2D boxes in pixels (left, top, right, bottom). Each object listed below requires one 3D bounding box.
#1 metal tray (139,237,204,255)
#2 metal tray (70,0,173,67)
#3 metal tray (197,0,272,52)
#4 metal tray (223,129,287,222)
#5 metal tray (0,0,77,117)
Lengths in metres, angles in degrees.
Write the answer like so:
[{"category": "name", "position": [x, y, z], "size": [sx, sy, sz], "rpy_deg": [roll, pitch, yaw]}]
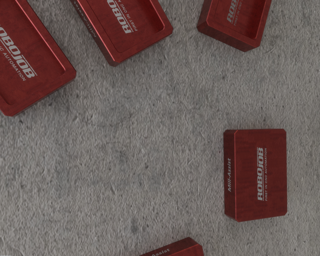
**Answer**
[{"category": "metal tray", "position": [0.000, 0.210, 0.407], "size": [0.131, 0.030, 0.089], "rpy_deg": [-13, 95, -20]}, {"category": "metal tray", "position": [-0.054, -0.154, 0.385], "size": [0.090, 0.030, 0.130], "rpy_deg": [-34, 101, -17]}, {"category": "metal tray", "position": [0.114, -0.188, 0.447], "size": [0.091, 0.030, 0.129], "rpy_deg": [18, 84, -19]}, {"category": "metal tray", "position": [0.142, 0.066, 0.459], "size": [0.091, 0.030, 0.129], "rpy_deg": [-1, 91, -20]}, {"category": "metal tray", "position": [-0.168, -0.088, 0.343], "size": [0.090, 0.030, 0.130], "rpy_deg": [-37, 102, -16]}]
